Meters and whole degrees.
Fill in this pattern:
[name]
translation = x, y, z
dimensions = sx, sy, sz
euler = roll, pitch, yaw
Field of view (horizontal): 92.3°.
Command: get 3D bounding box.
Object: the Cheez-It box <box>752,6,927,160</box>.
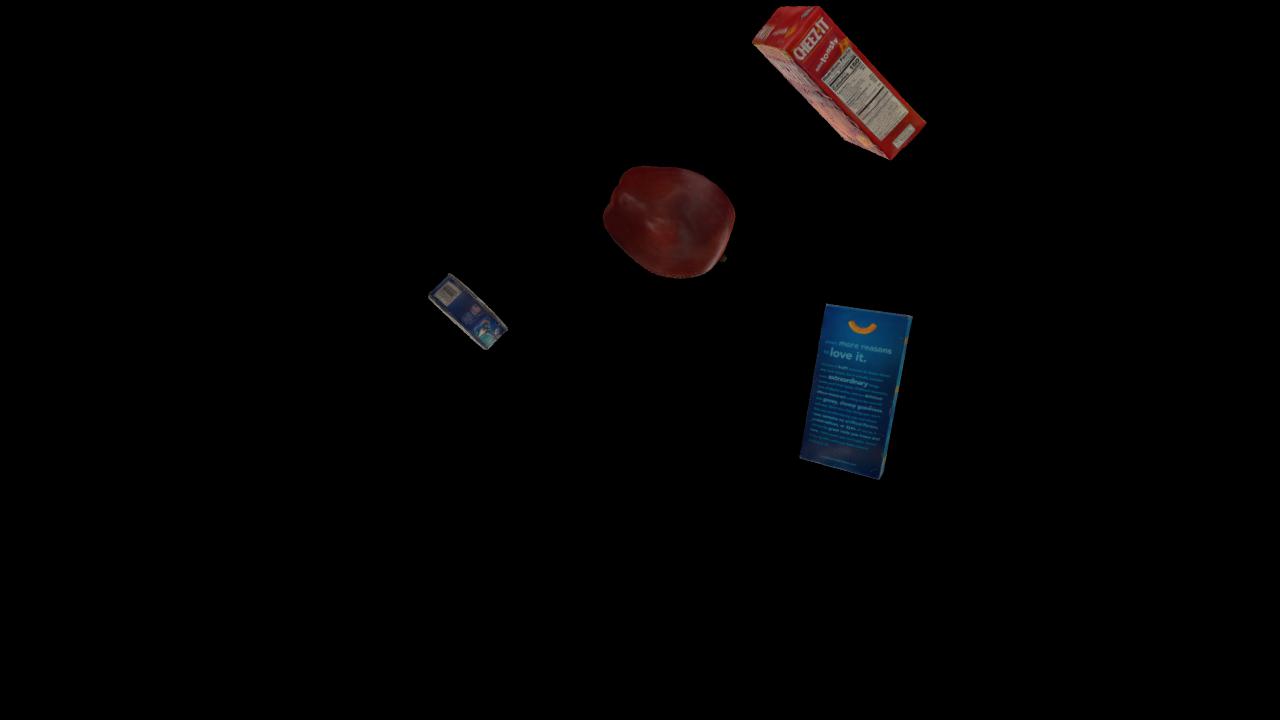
[Cheez-It box]
translation = 0.271, -0.388, 0.857
dimensions = 0.223, 0.071, 0.166
euler = 34, 20, -23

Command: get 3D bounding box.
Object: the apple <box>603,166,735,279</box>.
[apple]
translation = 0.023, -0.097, 0.437
dimensions = 0.093, 0.079, 0.079
euler = 29, -2, -4

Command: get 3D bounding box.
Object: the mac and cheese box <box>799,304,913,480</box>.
[mac and cheese box]
translation = 0.245, 0.034, 0.703
dimensions = 0.093, 0.184, 0.041
euler = 13, 9, 30

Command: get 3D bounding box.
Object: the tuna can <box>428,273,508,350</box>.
[tuna can]
translation = -0.180, -0.049, 0.644
dimensions = 0.084, 0.034, 0.084
euler = 41, -11, 9
